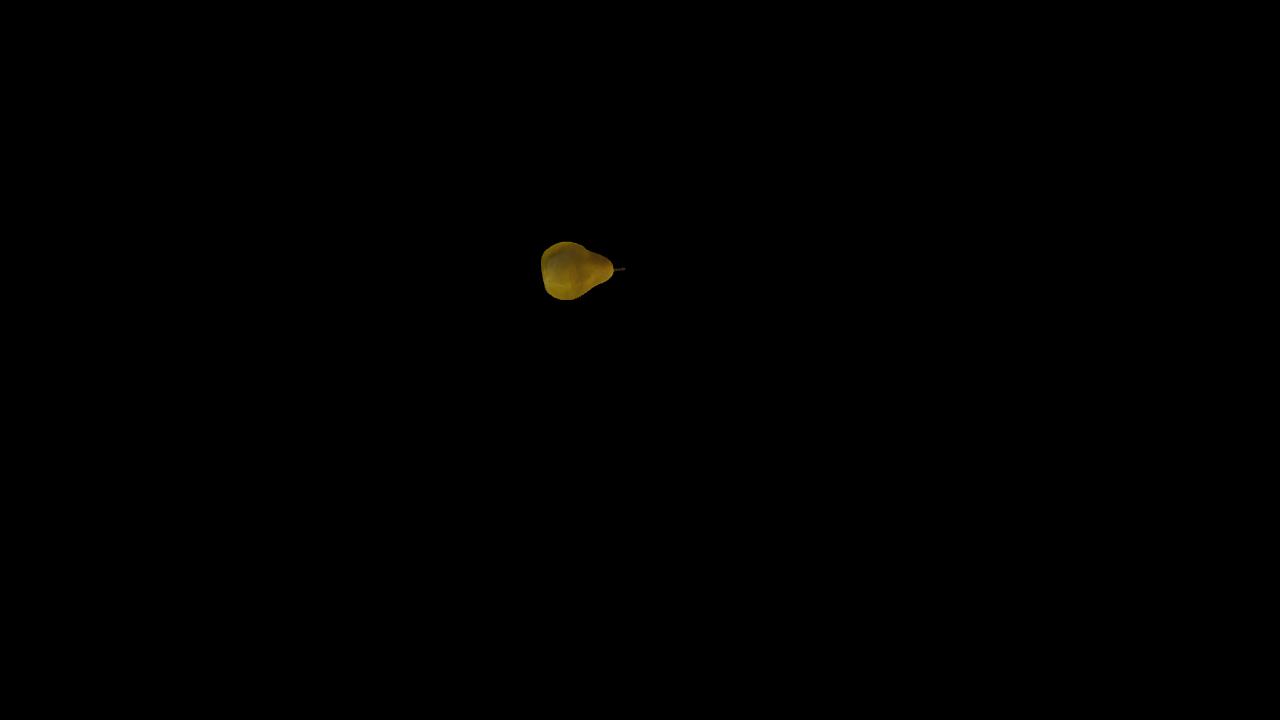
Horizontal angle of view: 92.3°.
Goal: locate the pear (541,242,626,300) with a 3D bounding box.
[{"bbox_3d":[-0.073,-0.118,0.812,0.111,0.080,0.080,-6,0,-4],"label":"pear"}]
